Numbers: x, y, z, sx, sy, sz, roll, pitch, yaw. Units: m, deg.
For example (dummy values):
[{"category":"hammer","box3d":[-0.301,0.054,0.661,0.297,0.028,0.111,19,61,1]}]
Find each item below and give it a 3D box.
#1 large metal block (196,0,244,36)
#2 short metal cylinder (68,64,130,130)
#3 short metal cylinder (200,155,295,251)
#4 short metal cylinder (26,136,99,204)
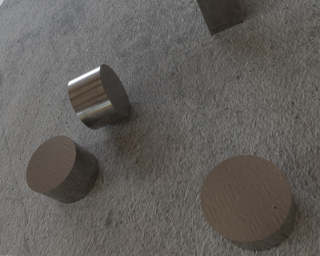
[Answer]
[{"category":"large metal block","box3d":[0.078,-0.198,0.449,0.050,0.080,0.080,-20,54,17]},{"category":"short metal cylinder","box3d":[-0.084,-0.043,0.439,0.050,0.080,0.080,-23,53,15]},{"category":"short metal cylinder","box3d":[0.086,0.073,0.298,0.080,0.050,0.080,-13,56,21]},{"category":"short metal cylinder","box3d":[-0.132,0.057,0.422,0.080,0.050,0.080,-13,56,21]}]
